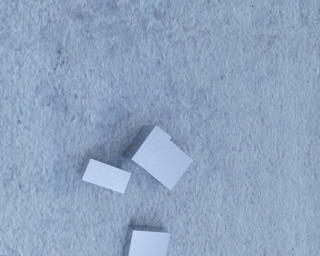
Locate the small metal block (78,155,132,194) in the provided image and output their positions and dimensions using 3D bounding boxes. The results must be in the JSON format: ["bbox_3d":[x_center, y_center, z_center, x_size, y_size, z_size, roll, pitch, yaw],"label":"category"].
[{"bbox_3d":[-0.068,0.054,0.371,0.050,0.050,0.025,23,82,-19],"label":"small metal block"}]

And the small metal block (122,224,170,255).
[{"bbox_3d":[-0.019,0.156,0.403,0.050,0.025,0.050,12,86,-20],"label":"small metal block"}]

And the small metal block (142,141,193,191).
[{"bbox_3d":[0.007,0.046,0.413,0.050,0.025,0.050,42,77,-16],"label":"small metal block"}]

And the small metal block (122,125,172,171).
[{"bbox_3d":[-0.018,0.024,0.390,0.025,0.050,0.050,39,77,-16],"label":"small metal block"}]
